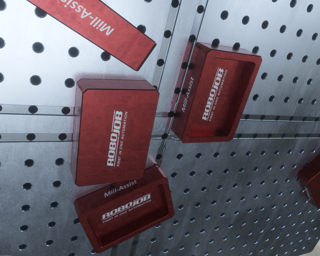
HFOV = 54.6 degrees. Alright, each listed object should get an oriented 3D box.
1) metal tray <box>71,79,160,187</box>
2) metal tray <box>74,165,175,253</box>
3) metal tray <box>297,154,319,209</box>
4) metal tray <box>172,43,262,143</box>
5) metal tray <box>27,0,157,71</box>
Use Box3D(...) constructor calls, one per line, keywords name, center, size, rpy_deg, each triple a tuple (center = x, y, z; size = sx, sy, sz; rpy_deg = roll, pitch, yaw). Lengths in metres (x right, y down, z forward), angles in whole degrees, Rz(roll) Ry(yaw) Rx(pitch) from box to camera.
Box3D(name="metal tray", center=(-0.057, 0.007, 0.380), size=(0.091, 0.030, 0.129), rpy_deg=(-3, 120, -27))
Box3D(name="metal tray", center=(-0.047, 0.119, 0.454), size=(0.131, 0.030, 0.090), rpy_deg=(-22, 127, -15))
Box3D(name="metal tray", center=(0.353, 0.111, 0.668), size=(0.090, 0.030, 0.130), rpy_deg=(-40, 129, -1))
Box3D(name="metal tray", center=(0.075, -0.043, 0.421), size=(0.091, 0.030, 0.129), rpy_deg=(0, 119, -28))
Box3D(name="metal tray", center=(-0.073, -0.105, 0.263), size=(0.131, 0.090, 0.030), rpy_deg=(28, 103, -38))
